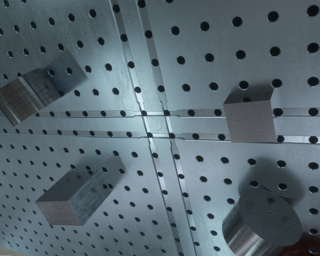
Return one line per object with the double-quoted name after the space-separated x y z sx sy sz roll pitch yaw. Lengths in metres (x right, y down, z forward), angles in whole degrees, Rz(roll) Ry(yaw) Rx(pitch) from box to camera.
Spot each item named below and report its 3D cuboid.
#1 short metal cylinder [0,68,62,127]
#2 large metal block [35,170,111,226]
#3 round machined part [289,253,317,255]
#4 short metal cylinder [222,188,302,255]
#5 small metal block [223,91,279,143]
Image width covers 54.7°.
-0.192 -0.044 0.450 0.080 0.080 0.050 -23 106 36 "short metal cylinder"
-0.146 0.118 0.525 0.080 0.080 0.050 -10 113 32 "large metal block"
0.203 0.212 0.424 0.098 0.042 0.097 13 124 21 "round machined part"
0.125 0.122 0.385 0.080 0.080 0.050 28 128 10 "short metal cylinder"
0.104 -0.012 0.349 0.050 0.025 0.050 -3 117 30 "small metal block"
